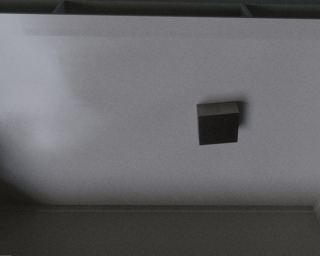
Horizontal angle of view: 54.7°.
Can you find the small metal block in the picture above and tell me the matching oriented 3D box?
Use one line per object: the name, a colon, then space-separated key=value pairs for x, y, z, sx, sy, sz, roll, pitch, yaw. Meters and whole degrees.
small metal block: x=0.075 y=-0.006 z=0.405 sx=0.050 sy=0.025 sz=0.050 roll=-5 pitch=130 yaw=4
